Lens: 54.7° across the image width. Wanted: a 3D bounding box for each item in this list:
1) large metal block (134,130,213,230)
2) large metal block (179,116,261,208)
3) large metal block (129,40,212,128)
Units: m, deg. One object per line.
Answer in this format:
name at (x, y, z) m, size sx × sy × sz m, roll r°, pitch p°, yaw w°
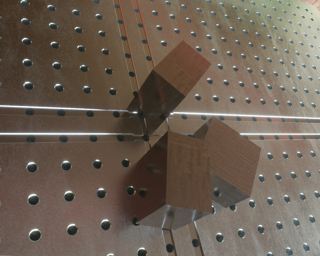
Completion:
large metal block at (0.013, 0.061, 0.344) m, size 0.050 × 0.080 × 0.080 m, roll 16°, pitch 55°, yaw -20°
large metal block at (0.079, 0.045, 0.409) m, size 0.080 × 0.050 × 0.080 m, roll 33°, pitch 51°, yaw -7°
large metal block at (0.013, -0.058, 0.417) m, size 0.050 × 0.080 × 0.080 m, roll 40°, pitch 51°, yaw -2°
